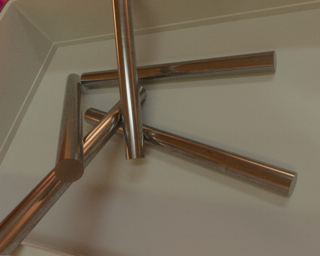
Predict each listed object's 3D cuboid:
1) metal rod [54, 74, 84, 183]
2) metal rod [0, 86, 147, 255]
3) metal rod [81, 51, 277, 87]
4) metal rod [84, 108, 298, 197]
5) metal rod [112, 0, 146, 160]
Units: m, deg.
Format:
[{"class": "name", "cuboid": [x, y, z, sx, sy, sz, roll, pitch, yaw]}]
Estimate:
[{"class": "metal rod", "cuboid": [-0.115, -0.022, 0.405, 0.025, 0.025, 0.300, -37, 27, 4]}, {"class": "metal rod", "cuboid": [-0.088, 0.031, 0.346, 0.025, 0.025, 0.301, -1, 33, 28]}, {"class": "metal rod", "cuboid": [0.009, -0.082, 0.451, 0.300, 0.025, 0.025, 0, 62, 28]}, {"class": "metal rod", "cuboid": [0.012, 0.018, 0.388, 0.300, 0.025, 0.025, 17, 71, 34]}, {"class": "metal rod", "cuboid": [-0.045, -0.109, 0.404, 0.025, 0.025, 0.298, -9, 81, 23]}]
